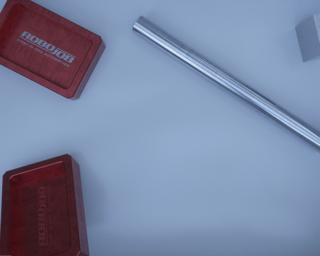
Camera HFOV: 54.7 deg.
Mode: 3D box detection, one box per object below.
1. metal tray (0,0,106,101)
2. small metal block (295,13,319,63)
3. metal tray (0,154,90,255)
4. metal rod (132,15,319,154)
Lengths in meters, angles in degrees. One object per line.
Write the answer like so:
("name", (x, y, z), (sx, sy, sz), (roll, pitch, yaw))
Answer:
("metal tray", (-0.150, -0.104, 0.406), (0.130, 0.030, 0.090), (27, 90, -1))
("small metal block", (0.204, -0.117, 0.402), (0.025, 0.050, 0.050), (-14, 90, 0))
("metal tray", (-0.140, 0.103, 0.373), (0.091, 0.030, 0.130), (-16, 57, -1))
("metal rod", (0.096, -0.057, 0.412), (0.301, 0.025, 0.025), (33, 90, -1))
